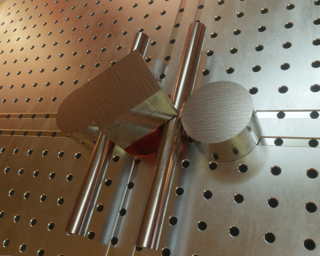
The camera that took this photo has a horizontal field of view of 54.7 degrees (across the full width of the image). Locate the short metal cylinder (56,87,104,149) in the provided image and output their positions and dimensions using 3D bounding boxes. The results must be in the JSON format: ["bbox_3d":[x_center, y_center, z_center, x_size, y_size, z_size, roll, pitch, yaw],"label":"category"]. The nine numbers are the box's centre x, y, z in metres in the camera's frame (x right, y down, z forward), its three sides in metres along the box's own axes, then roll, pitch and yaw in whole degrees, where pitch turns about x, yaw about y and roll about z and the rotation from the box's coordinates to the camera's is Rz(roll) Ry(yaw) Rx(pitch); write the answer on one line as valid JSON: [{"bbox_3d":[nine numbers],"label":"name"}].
[{"bbox_3d":[-0.104,-0.016,0.456,0.080,0.050,0.080,-13,56,21],"label":"short metal cylinder"}]

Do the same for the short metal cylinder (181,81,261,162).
[{"bbox_3d":[0.071,-0.008,0.359,0.080,0.050,0.080,-13,56,21],"label":"short metal cylinder"}]

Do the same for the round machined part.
[{"bbox_3d":[-0.016,-0.007,0.411,0.098,0.042,0.098,-13,56,21],"label":"round machined part"}]

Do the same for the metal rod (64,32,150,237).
[{"bbox_3d":[-0.063,-0.009,0.420,0.025,0.025,0.300,1,62,28],"label":"metal rod"}]

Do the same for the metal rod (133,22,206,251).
[{"bbox_3d":[0.019,-0.010,0.377,0.025,0.025,0.300,0,62,28],"label":"metal rod"}]

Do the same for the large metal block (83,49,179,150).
[{"bbox_3d":[-0.036,-0.035,0.372,0.080,0.050,0.080,-33,51,6],"label":"large metal block"}]
